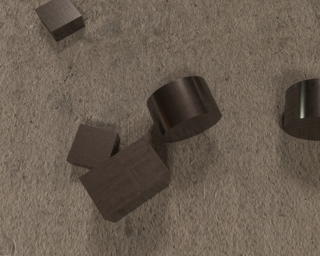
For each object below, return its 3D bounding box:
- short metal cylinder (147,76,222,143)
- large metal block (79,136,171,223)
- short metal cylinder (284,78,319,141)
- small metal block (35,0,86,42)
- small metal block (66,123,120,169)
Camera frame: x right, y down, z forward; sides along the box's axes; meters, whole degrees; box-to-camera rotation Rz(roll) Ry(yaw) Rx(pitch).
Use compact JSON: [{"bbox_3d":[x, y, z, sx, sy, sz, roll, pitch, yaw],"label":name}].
[{"bbox_3d":[0.030,-0.021,0.387,0.081,0.080,0.050,-20,72,-7],"label":"short metal cylinder"},{"bbox_3d":[-0.036,0.062,0.356,0.080,0.080,0.050,-33,74,-11],"label":"large metal block"},{"bbox_3d":[0.200,-0.021,0.389,0.080,0.080,0.050,10,71,3],"label":"short metal cylinder"},{"bbox_3d":[-0.150,-0.166,0.467,0.050,0.025,0.050,-34,74,-12],"label":"small metal block"},{"bbox_3d":[-0.084,0.027,0.397,0.050,0.025,0.050,14,70,4],"label":"small metal block"}]
